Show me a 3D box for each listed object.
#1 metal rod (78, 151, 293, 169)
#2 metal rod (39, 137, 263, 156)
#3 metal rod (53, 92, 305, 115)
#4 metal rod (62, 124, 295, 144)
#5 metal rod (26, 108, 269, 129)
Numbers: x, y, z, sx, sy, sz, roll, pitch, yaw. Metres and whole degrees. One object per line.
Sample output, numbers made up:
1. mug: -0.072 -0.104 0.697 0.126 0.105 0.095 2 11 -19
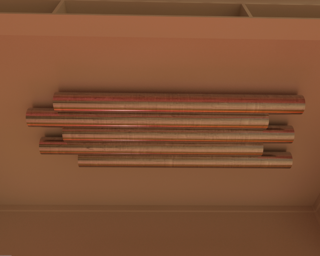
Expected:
1. metal rod: 0.036 0.045 0.446 0.302 0.025 0.025 1 130 -1
2. metal rod: -0.011 0.026 0.429 0.302 0.025 0.025 1 130 -1
3. metal rod: 0.024 -0.030 0.382 0.302 0.025 0.025 1 130 -1
4. metal rod: 0.025 0.007 0.414 0.302 0.025 0.025 1 130 -1
5. metal rod: -0.014 -0.012 0.397 0.302 0.025 0.025 1 130 -1
